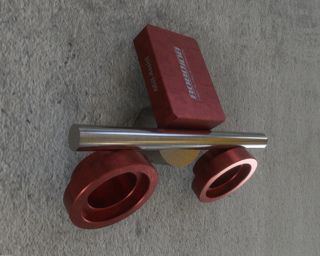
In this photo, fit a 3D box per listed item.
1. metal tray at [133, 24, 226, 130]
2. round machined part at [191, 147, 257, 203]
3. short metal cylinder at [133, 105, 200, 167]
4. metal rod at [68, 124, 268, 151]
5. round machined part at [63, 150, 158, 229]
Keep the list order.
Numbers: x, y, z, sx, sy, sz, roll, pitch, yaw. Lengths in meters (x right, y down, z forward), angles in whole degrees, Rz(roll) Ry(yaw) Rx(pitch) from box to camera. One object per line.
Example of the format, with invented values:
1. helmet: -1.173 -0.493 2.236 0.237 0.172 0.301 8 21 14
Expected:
1. metal tray: 0.024 -0.061 0.390 0.091 0.030 0.130 3 62 -40
2. round machined part: 0.087 0.061 0.448 0.099 0.042 0.097 -22 144 -17
3. short metal cylinder: 0.011 0.008 0.401 0.081 0.050 0.079 0 90 -40
4. metal rod: 0.038 0.014 0.376 0.302 0.025 0.025 3 88 -40
5. round machined part: -0.055 0.059 0.330 0.099 0.042 0.097 -24 141 -21
